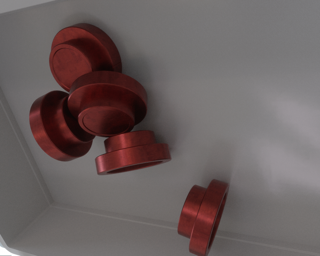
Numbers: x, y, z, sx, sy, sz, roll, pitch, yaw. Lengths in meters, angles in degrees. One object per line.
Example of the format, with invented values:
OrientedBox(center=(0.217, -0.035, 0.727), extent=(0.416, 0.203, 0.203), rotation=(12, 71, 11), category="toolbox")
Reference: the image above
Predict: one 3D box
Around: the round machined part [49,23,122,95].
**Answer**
OrientedBox(center=(-0.102, -0.081, 0.401), extent=(0.098, 0.042, 0.097), rotation=(13, 124, 21), category="round machined part")

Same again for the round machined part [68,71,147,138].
OrientedBox(center=(-0.065, -0.023, 0.388), extent=(0.099, 0.042, 0.098), rotation=(-1, 147, 0), category="round machined part")

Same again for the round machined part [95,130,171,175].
OrientedBox(center=(-0.037, 0.032, 0.411), extent=(0.098, 0.099, 0.042), rotation=(-20, 77, 36), category="round machined part")

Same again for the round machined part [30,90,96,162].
OrientedBox(center=(-0.124, -0.007, 0.424), extent=(0.042, 0.098, 0.098), rotation=(-21, 108, 23), category="round machined part")

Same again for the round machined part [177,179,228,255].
OrientedBox(center=(0.055, 0.113, 0.402), extent=(0.042, 0.098, 0.097), rotation=(17, 125, 19), category="round machined part")
